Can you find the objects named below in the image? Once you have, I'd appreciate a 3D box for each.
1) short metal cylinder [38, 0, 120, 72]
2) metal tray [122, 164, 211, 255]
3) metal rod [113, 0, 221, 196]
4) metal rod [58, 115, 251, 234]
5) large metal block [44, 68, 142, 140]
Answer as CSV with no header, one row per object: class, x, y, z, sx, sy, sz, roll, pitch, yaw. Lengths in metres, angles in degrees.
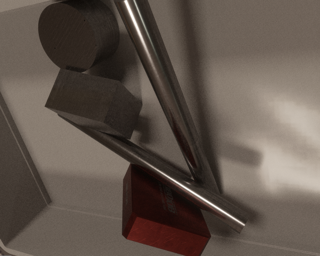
short metal cylinder,-0.096,-0.112,0.372,0.080,0.050,0.079,13,124,20
metal tray,0.002,0.094,0.380,0.091,0.130,0.030,21,105,-12
metal rod,0.025,-0.001,0.337,0.025,0.025,0.299,0,137,28
metal rod,-0.023,0.042,0.411,0.300,0.025,0.025,30,129,22
large metal block,-0.079,-0.028,0.388,0.080,0.050,0.080,15,169,19
